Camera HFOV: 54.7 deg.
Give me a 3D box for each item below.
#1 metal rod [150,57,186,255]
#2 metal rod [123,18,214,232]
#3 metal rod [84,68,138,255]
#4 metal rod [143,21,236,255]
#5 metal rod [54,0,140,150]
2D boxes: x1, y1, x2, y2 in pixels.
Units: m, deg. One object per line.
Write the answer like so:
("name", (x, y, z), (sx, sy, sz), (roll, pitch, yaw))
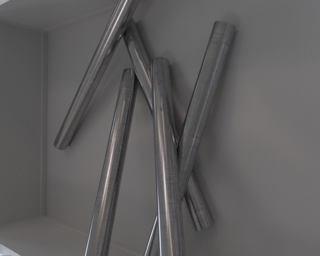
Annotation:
("metal rod", (0.007, 0.044, 0.333), (0.025, 0.025, 0.299), (-29, 51, 36))
("metal rod", (0.002, -0.017, 0.405), (0.025, 0.025, 0.299), (-32, 70, 35))
("metal rod", (-0.058, 0.054, 0.376), (0.025, 0.025, 0.299), (-17, 55, 39))
("metal rod", (0.030, 0.028, 0.355), (0.025, 0.025, 0.298), (19, 94, 38))
("metal rod", (-0.105, -0.072, 0.473), (0.025, 0.025, 0.298), (54, 127, 26))
